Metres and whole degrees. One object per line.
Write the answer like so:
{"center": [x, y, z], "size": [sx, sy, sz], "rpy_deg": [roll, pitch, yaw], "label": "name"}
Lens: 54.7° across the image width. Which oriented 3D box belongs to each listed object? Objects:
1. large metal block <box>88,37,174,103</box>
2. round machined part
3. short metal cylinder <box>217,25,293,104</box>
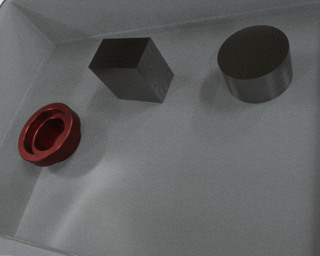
{"center": [-0.038, -0.080, 0.438], "size": [0.080, 0.080, 0.050], "rpy_deg": [8, 66, 31], "label": "large metal block"}
{"center": [-0.160, 0.013, 0.468], "size": [0.098, 0.042, 0.098], "rpy_deg": [-13, 56, 20], "label": "round machined part"}
{"center": [0.116, -0.077, 0.375], "size": [0.080, 0.050, 0.080], "rpy_deg": [-13, 56, 20], "label": "short metal cylinder"}
